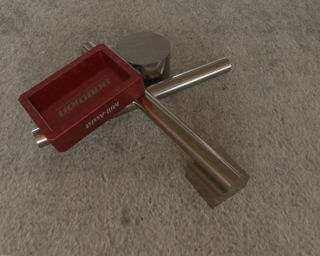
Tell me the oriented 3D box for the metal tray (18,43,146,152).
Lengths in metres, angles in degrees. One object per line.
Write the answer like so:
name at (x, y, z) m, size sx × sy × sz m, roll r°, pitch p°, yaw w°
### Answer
metal tray at (-0.096, -0.042, 0.385) m, size 0.131 × 0.030 × 0.090 m, roll -38°, pitch 59°, yaw -14°

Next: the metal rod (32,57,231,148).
metal rod at (-0.026, -0.043, 0.441) m, size 0.302 × 0.025 × 0.025 m, roll -24°, pitch 54°, yaw -19°

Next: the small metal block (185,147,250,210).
small metal block at (0.065, 0.057, 0.358) m, size 0.050 × 0.025 × 0.050 m, roll -27°, pitch 55°, yaw -21°

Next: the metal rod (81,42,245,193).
metal rod at (-0.015, -0.031, 0.398) m, size 0.025 × 0.025 × 0.300 m, roll -32°, pitch 57°, yaw -24°

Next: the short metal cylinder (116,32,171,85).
short metal cylinder at (-0.024, -0.103, 0.474) m, size 0.081 × 0.050 × 0.080 m, roll 0°, pitch 50°, yaw 0°
